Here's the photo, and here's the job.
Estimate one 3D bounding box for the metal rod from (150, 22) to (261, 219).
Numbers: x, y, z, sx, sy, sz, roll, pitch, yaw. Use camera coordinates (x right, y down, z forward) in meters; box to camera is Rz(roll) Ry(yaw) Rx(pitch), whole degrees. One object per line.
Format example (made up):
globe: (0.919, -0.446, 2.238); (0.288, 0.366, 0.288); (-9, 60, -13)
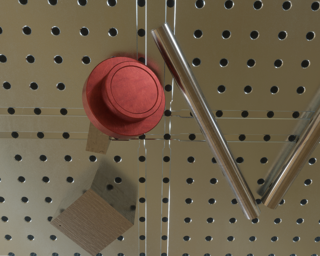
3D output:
metal rod: (0.068, 0.004, 0.415); (0.025, 0.025, 0.299); (-26, 108, 9)

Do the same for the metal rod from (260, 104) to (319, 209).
metal rod: (0.218, -0.017, 0.410); (0.025, 0.025, 0.298); (22, 108, -8)

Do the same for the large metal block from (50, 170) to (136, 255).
large metal block: (-0.093, 0.122, 0.444); (0.080, 0.050, 0.080); (-41, 106, 13)

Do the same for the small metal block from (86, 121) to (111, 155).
small metal block: (-0.074, -0.001, 0.399); (0.025, 0.050, 0.050); (12, 110, -5)

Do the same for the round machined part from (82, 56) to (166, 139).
round machined part: (-0.037, -0.039, 0.361); (0.099, 0.042, 0.098); (7, 74, -26)
